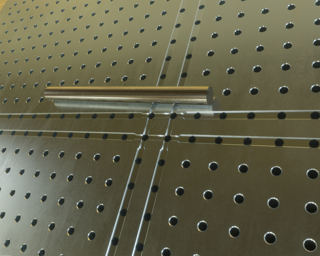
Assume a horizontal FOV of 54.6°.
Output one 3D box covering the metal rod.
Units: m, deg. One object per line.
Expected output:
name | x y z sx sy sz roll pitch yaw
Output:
metal rod | -0.065 -0.051 0.474 0.300 0.025 0.025 4 64 30
